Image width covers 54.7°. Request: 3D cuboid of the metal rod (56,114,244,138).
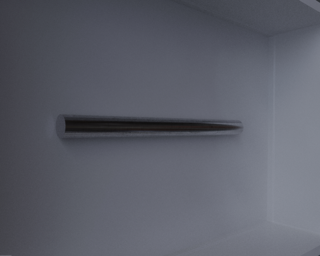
[{"bbox_3d":[0.013,-0.001,0.417,0.302,0.025,0.025,0,90,-40],"label":"metal rod"}]
